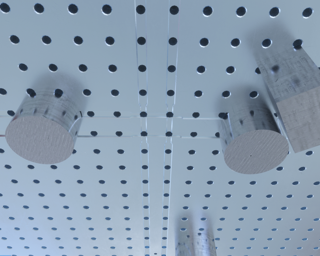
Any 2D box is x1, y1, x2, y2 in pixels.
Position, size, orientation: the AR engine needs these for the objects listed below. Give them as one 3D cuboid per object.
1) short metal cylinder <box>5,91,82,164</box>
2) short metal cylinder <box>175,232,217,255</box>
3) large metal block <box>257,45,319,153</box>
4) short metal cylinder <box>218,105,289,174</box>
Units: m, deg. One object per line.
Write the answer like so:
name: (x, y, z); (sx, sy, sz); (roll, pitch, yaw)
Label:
short metal cylinder: (-0.145, 0.001, 0.394); (0.081, 0.050, 0.079); (0, 130, 0)
short metal cylinder: (0.070, 0.248, 0.607); (0.081, 0.050, 0.079); (0, 130, 0)
large metal block: (0.155, -0.033, 0.349); (0.050, 0.080, 0.080); (-23, 127, 18)
short metal cylinder: (0.121, 0.016, 0.410); (0.081, 0.050, 0.079); (0, 130, 0)
